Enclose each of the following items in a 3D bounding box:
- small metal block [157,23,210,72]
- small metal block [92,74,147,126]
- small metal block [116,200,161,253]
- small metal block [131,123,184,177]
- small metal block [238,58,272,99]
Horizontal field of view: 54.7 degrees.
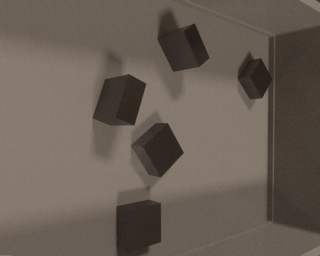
[{"bbox_3d":[0.032,-0.107,0.419,0.025,0.050,0.050,-43,117,-32],"label":"small metal block"},{"bbox_3d":[-0.047,-0.030,0.353,0.025,0.050,0.050,25,75,-38],"label":"small metal block"},{"bbox_3d":[-0.026,0.121,0.387,0.050,0.025,0.050,-1,91,-40],"label":"small metal block"},{"bbox_3d":[-0.002,0.028,0.407,0.050,0.025,0.050,-43,116,-32],"label":"small metal block"},{"bbox_3d":[0.170,-0.087,0.553,0.050,0.025,0.050,50,60,-29],"label":"small metal block"}]
